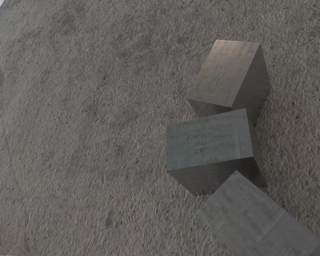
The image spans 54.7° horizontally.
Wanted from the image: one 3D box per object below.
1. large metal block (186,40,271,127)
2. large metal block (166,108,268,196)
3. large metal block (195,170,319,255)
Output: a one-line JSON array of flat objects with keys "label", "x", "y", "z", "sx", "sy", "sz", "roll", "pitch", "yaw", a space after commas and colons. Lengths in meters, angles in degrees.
[{"label": "large metal block", "x": 0.082, "y": -0.040, "z": 0.350, "sx": 0.050, "sy": 0.080, "sz": 0.080, "roll": 16, "pitch": 70, "yaw": 34}, {"label": "large metal block", "x": 0.059, "y": 0.029, "z": 0.319, "sx": 0.080, "sy": 0.080, "sz": 0.050, "roll": -13, "pitch": 57, "yaw": 21}, {"label": "large metal block", "x": 0.087, "y": 0.093, "z": 0.266, "sx": 0.050, "sy": 0.080, "sz": 0.080, "roll": -46, "pitch": 51, "yaw": -3}]
